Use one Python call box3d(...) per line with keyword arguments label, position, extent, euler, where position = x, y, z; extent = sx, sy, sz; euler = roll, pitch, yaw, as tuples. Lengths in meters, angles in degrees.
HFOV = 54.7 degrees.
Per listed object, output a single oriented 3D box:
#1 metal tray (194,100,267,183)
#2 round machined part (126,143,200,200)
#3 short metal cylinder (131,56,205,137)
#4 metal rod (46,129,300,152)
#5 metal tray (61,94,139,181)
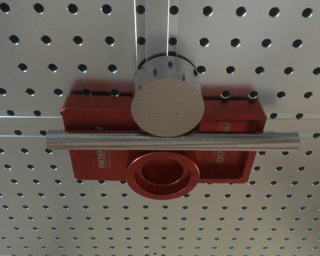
box3d(label="metal tray", position=(0.084, 0.023, 0.423), extent=(0.091, 0.030, 0.129), euler=(0, 130, -1))
box3d(label="round machined part", position=(0.004, 0.053, 0.429), extent=(0.099, 0.042, 0.097), euler=(0, 130, 0))
box3d(label="short metal cylinder", position=(0.009, -0.036, 0.359), extent=(0.081, 0.050, 0.079), euler=(0, 130, 0))
box3d(label="metal rod", position=(0.017, 0.015, 0.380), extent=(0.302, 0.025, 0.025), euler=(0, 130, -1))
box3d(label="metal tray", position=(-0.074, 0.018, 0.416), extent=(0.091, 0.030, 0.129), euler=(2, 130, -2))
